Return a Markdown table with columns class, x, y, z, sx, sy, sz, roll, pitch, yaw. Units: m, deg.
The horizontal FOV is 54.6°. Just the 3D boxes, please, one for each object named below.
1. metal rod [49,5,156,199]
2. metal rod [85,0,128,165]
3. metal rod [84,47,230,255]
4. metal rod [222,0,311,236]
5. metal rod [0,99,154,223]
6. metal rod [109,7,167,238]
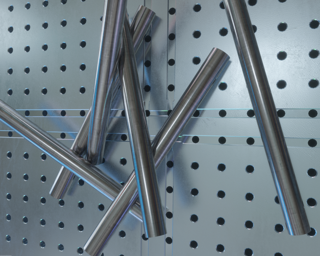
| class | x | y | z | sx | sy | sz | roll | pitch | yaw |
| --- | --- | --- | --- | --- | --- | --- | --- | --- | --- |
| metal rod | -0.086 | -0.030 | 0.443 | 0.025 | 0.025 | 0.299 | 31 | 100 | 17 |
| metal rod | -0.064 | -0.082 | 0.380 | 0.025 | 0.025 | 0.298 | 24 | 119 | 18 |
| metal rod | -0.005 | 0.032 | 0.392 | 0.025 | 0.025 | 0.299 | 34 | 92 | 17 |
| metal rod | 0.124 | -0.025 | 0.368 | 0.025 | 0.025 | 0.299 | -16 | 85 | 19 |
| metal rod | -0.129 | 0.041 | 0.431 | 0.300 | 0.025 | 0.025 | 34 | 101 | 6 |
| metal rod | -0.031 | -0.023 | 0.381 | 0.025 | 0.025 | 0.299 | -15 | 77 | 19 |
